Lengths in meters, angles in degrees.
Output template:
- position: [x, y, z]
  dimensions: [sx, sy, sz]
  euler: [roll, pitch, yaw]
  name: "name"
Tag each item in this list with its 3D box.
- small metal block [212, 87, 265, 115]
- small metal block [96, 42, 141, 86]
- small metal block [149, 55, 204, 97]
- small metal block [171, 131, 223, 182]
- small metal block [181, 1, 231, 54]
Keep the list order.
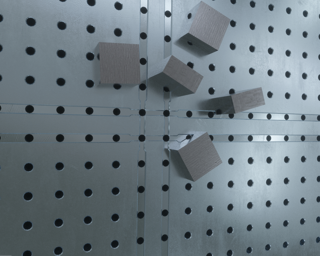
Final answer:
- position: [0.111, -0.038, 0.442]
  dimensions: [0.050, 0.050, 0.025]
  euler: [-16, 96, -20]
  name: "small metal block"
- position: [-0.053, -0.080, 0.394]
  dimensions: [0.050, 0.025, 0.050]
  euler: [-2, 91, -20]
  name: "small metal block"
- position: [0.021, -0.067, 0.408]
  dimensions: [0.050, 0.050, 0.025]
  euler: [31, 80, -18]
  name: "small metal block"
- position: [0.051, 0.039, 0.433]
  dimensions: [0.050, 0.025, 0.050]
  euler: [-31, 101, -18]
  name: "small metal block"
- position: [0.065, -0.141, 0.438]
  dimensions: [0.050, 0.025, 0.050]
  euler: [25, 82, -19]
  name: "small metal block"
